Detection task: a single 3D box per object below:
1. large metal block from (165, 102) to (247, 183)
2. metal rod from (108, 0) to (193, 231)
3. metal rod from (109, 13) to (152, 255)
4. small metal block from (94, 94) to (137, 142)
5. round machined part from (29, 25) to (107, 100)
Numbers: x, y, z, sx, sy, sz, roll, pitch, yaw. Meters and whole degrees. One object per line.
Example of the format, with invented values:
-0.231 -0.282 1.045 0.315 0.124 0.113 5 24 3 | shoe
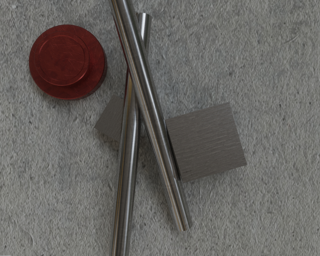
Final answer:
0.056 0.017 0.398 0.080 0.050 0.080 -16 90 -1 | large metal block
-0.007 -0.009 0.372 0.025 0.025 0.298 -16 105 0 | metal rod
-0.037 0.010 0.384 0.025 0.025 0.298 5 90 -1 | metal rod
-0.051 -0.010 0.409 0.050 0.025 0.050 30 90 -1 | small metal block
-0.120 -0.086 0.400 0.099 0.042 0.097 0 90 -1 | round machined part
